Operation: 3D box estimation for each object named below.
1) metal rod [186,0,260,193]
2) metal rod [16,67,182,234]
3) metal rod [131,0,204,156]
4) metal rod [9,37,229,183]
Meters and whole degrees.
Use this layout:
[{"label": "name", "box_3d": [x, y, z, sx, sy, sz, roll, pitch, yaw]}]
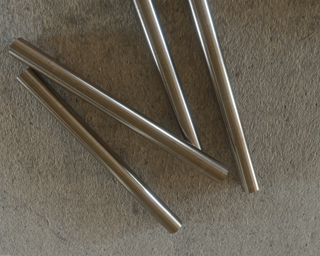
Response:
[{"label": "metal rod", "box_3d": [0.080, -0.046, 0.393, 0.025, 0.025, 0.298, -18, 109, 6]}, {"label": "metal rod", "box_3d": [-0.072, 0.040, 0.423, 0.025, 0.025, 0.300, -38, 106, 13]}, {"label": "metal rod", "box_3d": [-0.003, -0.099, 0.372, 0.025, 0.025, 0.299, -18, 109, 6]}, {"label": "metal rod", "box_3d": [-0.046, -0.019, 0.386, 0.301, 0.025, 0.025, 32, 107, -5]}]
